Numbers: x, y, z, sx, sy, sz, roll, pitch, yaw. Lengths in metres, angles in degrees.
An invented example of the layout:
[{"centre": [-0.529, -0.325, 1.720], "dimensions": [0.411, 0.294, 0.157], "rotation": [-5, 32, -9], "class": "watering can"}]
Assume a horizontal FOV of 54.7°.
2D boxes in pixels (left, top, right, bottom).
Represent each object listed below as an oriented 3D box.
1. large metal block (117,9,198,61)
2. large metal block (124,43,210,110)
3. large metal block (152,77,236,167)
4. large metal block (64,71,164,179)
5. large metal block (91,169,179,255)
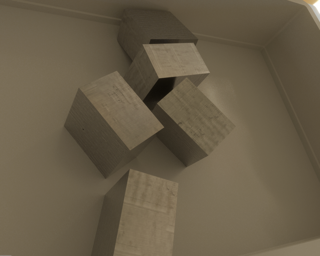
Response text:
[{"centre": [-0.005, -0.130, 0.454], "dimensions": [0.081, 0.050, 0.080], "rotation": [-11, 50, -33], "class": "large metal block"}, {"centre": [0.005, -0.067, 0.416], "dimensions": [0.081, 0.080, 0.050], "rotation": [-12, 69, -34], "class": "large metal block"}, {"centre": [0.033, -0.003, 0.384], "dimensions": [0.080, 0.080, 0.050], "rotation": [46, 69, 3], "class": "large metal block"}, {"centre": [-0.054, -0.002, 0.343], "dimensions": [0.050, 0.080, 0.080], "rotation": [-34, 81, -38], "class": "large metal block"}, {"centre": [-0.026, 0.096, 0.298], "dimensions": [0.050, 0.080, 0.080], "rotation": [20, 54, -17], "class": "large metal block"}]
